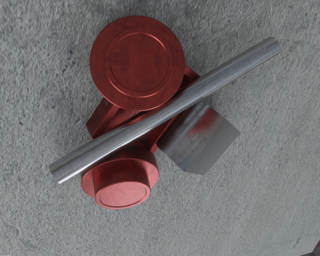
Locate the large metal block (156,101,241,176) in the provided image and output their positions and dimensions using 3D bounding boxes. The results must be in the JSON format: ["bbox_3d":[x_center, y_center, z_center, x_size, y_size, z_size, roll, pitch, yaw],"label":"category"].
[{"bbox_3d":[0.054,0.014,0.412,0.080,0.050,0.080,-51,153,7],"label":"large metal block"}]

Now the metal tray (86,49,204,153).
[{"bbox_3d":[-0.017,-0.029,0.378,0.090,0.030,0.130,27,103,-38],"label":"metal tray"}]

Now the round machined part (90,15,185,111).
[{"bbox_3d":[-0.022,-0.066,0.318,0.099,0.042,0.097,-1,97,-8],"label":"round machined part"}]

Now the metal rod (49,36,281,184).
[{"bbox_3d":[0.013,-0.026,0.362,0.301,0.025,0.025,-31,129,-9],"label":"metal rod"}]

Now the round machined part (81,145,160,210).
[{"bbox_3d":[-0.048,0.068,0.391,0.099,0.042,0.097,-9,140,-7],"label":"round machined part"}]
